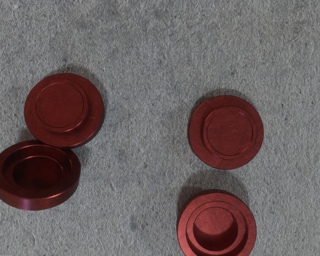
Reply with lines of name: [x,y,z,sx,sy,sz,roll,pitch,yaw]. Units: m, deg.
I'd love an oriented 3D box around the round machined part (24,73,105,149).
round machined part: [-0.121,-0.024,0.391,0.099,0.042,0.098,1,79,-4]

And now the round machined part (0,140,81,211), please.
round machined part: [-0.150,0.062,0.382,0.098,0.098,0.042,18,126,0]

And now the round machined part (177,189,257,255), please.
round machined part: [0.070,0.128,0.402,0.099,0.042,0.097,0,90,0]

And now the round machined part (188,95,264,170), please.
round machined part: [0.086,0.006,0.402,0.099,0.042,0.097,0,90,0]
